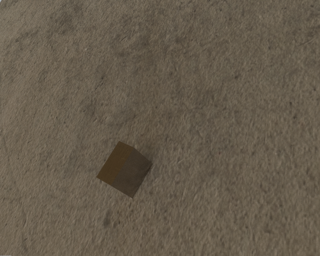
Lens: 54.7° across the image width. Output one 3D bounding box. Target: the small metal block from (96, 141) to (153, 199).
[{"bbox_3d":[-0.041,0.051,0.377,0.025,0.050,0.050,20,73,35],"label":"small metal block"}]
